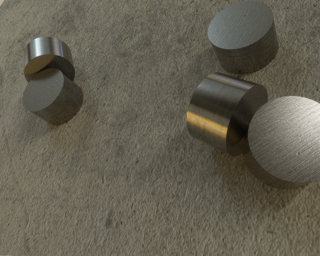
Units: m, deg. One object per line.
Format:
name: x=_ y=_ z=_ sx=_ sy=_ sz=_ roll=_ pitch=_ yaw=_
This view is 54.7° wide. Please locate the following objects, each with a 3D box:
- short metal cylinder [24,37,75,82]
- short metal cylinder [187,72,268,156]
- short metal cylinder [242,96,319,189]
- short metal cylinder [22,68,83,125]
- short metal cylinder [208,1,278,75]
short metal cylinder: x=-0.192 y=-0.110 z=0.537 sx=0.080 sy=0.080 sz=0.050 roll=-29 pitch=52 yaw=10
short metal cylinder: x=0.074 y=-0.016 z=0.339 sx=0.050 sy=0.080 sz=0.080 roll=26 pitch=76 yaw=37
short metal cylinder: x=0.123 y=0.016 z=0.298 sx=0.080 sy=0.050 sz=0.080 roll=-2 pitch=72 yaw=8
short metal cylinder: x=-0.175 y=-0.051 z=0.508 sx=0.080 sy=0.050 sz=0.080 roll=-11 pitch=61 yaw=20
short metal cylinder: x=0.108 y=-0.117 z=0.403 sx=0.080 sy=0.050 sz=0.080 roll=-13 pitch=56 yaw=21
